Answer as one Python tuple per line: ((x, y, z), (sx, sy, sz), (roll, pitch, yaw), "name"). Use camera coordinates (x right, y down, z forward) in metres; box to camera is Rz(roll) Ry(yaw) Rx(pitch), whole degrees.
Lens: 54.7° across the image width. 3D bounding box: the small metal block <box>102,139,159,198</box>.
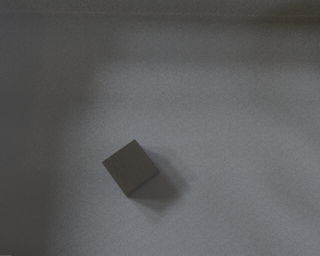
((-0.036, 0.051, 0.391), (0.050, 0.025, 0.050), (-36, 74, -12), "small metal block")
